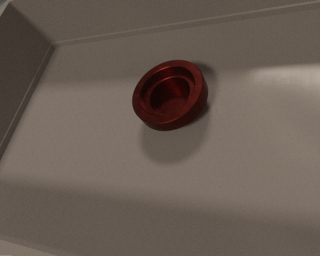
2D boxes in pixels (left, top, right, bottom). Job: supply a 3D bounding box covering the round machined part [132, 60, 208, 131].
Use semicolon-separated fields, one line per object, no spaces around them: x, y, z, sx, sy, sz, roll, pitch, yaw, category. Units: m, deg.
0.016;-0.039;0.409;0.098;0.042;0.098;-13;56;20;round machined part
